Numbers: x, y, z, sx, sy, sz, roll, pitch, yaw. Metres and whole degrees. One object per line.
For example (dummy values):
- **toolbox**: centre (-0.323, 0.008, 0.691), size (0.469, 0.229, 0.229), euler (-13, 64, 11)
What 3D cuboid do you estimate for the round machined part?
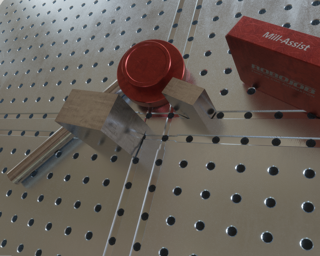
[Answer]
- **round machined part**: centre (-0.015, -0.082, 0.435), size (0.098, 0.042, 0.098), euler (-3, 75, 12)

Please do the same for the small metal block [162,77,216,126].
- **small metal block**: centre (0.037, -0.033, 0.392), size (0.050, 0.050, 0.025), euler (27, 77, 37)

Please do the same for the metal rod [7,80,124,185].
- **metal rod**: centre (-0.111, -0.020, 0.476), size (0.300, 0.025, 0.025), euler (-41, 51, 0)

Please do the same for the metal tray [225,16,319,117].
- **metal tray**: centre (0.139, -0.063, 0.331), size (0.030, 0.090, 0.130), euler (-50, 52, -6)

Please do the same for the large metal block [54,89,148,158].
- **large metal block**: centre (-0.076, -0.006, 0.415), size (0.080, 0.080, 0.050), euler (10, 67, 32)
